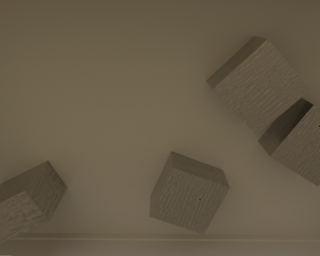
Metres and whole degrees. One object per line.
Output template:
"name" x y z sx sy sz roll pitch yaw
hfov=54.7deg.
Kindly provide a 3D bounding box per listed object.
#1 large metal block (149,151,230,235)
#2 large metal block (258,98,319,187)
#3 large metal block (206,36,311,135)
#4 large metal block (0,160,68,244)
"large metal block" 0.038 0.090 0.431 0.080 0.050 0.079 21 109 -8
"large metal block" 0.192 0.016 0.405 0.080 0.050 0.080 31 107 -11
"large metal block" 0.117 -0.053 0.379 0.080 0.050 0.080 -43 105 14
"large metal block" -0.183 0.098 0.416 0.080 0.080 0.050 -26 108 9
